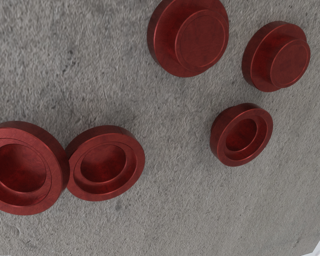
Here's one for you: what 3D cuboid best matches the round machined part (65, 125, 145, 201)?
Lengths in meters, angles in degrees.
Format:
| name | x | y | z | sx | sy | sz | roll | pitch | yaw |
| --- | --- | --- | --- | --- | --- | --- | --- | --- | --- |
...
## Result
| name | x | y | z | sx | sy | sz | roll | pitch | yaw |
| --- | --- | --- | --- | --- | --- | --- | --- | --- | --- |
| round machined part | -0.071 | 0.039 | 0.381 | 0.099 | 0.042 | 0.097 | -14 | 124 | -21 |

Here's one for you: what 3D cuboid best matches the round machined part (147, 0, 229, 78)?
| name | x | y | z | sx | sy | sz | roll | pitch | yaw |
| --- | --- | --- | --- | --- | --- | --- | --- | --- | --- |
| round machined part | 0.039 | -0.103 | 0.353 | 0.099 | 0.042 | 0.097 | -14 | 124 | -21 |

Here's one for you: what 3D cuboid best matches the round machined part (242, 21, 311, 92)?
| name | x | y | z | sx | sy | sz | roll | pitch | yaw |
| --- | --- | --- | --- | --- | --- | --- | --- | --- | --- |
| round machined part | 0.166 | -0.094 | 0.428 | 0.099 | 0.042 | 0.097 | -14 | 124 | -21 |

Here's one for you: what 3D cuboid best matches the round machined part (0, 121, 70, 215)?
| name | x | y | z | sx | sy | sz | roll | pitch | yaw |
| --- | --- | --- | --- | --- | --- | --- | --- | --- | --- |
| round machined part | -0.141 | 0.038 | 0.323 | 0.099 | 0.042 | 0.097 | 2 | 110 | 5 |

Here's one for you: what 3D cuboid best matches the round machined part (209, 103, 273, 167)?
| name | x | y | z | sx | sy | sz | roll | pitch | yaw |
| --- | --- | --- | --- | --- | --- | --- | --- | --- | --- |
| round machined part | 0.116 | 0.006 | 0.462 | 0.099 | 0.042 | 0.097 | -14 | 124 | -21 |
